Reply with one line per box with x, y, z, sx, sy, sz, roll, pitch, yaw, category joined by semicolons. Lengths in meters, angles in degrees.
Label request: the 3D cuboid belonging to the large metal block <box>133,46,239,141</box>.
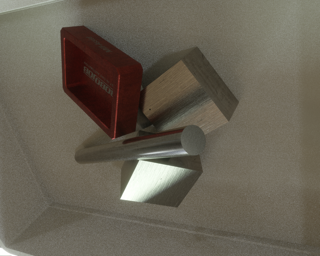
0.029;-0.032;0.356;0.080;0.050;0.080;-32;101;37;large metal block

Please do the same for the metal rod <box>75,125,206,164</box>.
-0.050;0.028;0.377;0.025;0.025;0.299;56;150;-12;metal rod

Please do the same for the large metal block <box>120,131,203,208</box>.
-0.001;0.056;0.405;0.081;0.050;0.079;13;130;-17;large metal block

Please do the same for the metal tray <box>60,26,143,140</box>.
-0.075;-0.058;0.372;0.130;0.030;0.089;39;134;35;metal tray

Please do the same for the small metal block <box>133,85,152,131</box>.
-0.035;-0.022;0.394;0.050;0.025;0.050;-15;100;59;small metal block
